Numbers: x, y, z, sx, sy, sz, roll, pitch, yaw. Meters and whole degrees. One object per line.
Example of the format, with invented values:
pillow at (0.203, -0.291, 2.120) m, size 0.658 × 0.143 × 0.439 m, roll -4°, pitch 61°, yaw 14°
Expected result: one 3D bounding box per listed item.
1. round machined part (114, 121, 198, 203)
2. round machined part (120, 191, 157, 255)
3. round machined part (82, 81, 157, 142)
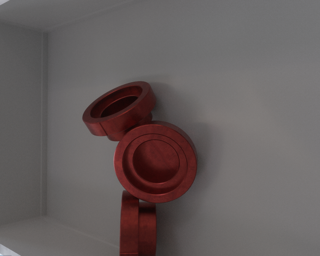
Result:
round machined part at (-0.003, 0.038, 0.379) m, size 0.098 × 0.042 × 0.097 m, roll 2°, pitch 104°, yaw 8°
round machined part at (-0.027, 0.129, 0.395) m, size 0.042 × 0.098 × 0.097 m, roll 1°, pitch 91°, yaw -4°
round machined part at (-0.049, -0.019, 0.413) m, size 0.098 × 0.098 × 0.042 m, roll 0°, pitch 128°, yaw 40°
